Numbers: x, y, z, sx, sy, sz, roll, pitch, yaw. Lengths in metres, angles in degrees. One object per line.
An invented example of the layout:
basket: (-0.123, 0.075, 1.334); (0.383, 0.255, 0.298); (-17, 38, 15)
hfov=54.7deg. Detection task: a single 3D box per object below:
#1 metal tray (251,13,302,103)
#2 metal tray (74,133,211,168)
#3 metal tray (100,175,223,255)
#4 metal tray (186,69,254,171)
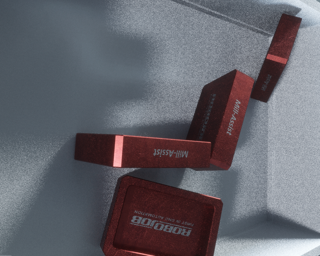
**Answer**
metal tray: (0.189, -0.111, 0.514); (0.130, 0.030, 0.090); (79, 34, -66)
metal tray: (-0.017, 0.026, 0.351); (0.131, 0.090, 0.030); (6, 86, -40)
metal tray: (0.004, 0.115, 0.372); (0.131, 0.030, 0.090); (17, 76, -13)
metal tray: (0.076, -0.007, 0.427); (0.030, 0.090, 0.130); (24, 74, -16)
